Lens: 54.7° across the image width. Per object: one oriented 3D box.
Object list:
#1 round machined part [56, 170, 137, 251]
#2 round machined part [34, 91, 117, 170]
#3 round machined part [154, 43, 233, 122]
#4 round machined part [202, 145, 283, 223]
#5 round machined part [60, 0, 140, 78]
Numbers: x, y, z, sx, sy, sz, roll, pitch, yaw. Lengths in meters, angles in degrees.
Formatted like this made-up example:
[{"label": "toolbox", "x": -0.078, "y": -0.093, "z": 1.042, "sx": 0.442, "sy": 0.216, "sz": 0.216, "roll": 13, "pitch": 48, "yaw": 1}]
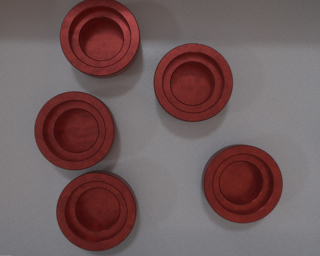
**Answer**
[{"label": "round machined part", "x": -0.079, "y": 0.103, "z": 0.402, "sx": 0.099, "sy": 0.042, "sz": 0.097, "roll": 0, "pitch": 90, "yaw": -1}, {"label": "round machined part", "x": -0.105, "y": 0.003, "z": 0.402, "sx": 0.099, "sy": 0.042, "sz": 0.097, "roll": 0, "pitch": 90, "yaw": -1}, {"label": "round machined part", "x": 0.041, "y": -0.057, "z": 0.403, "sx": 0.099, "sy": 0.042, "sz": 0.097, "roll": 0, "pitch": 90, "yaw": -1}, {"label": "round machined part", "x": 0.104, "y": 0.070, "z": 0.404, "sx": 0.099, "sy": 0.042, "sz": 0.097, "roll": 0, "pitch": 90, "yaw": -1}, {"label": "round machined part", "x": -0.074, "y": -0.113, "z": 0.402, "sx": 0.099, "sy": 0.042, "sz": 0.097, "roll": 0, "pitch": 90, "yaw": -1}]
